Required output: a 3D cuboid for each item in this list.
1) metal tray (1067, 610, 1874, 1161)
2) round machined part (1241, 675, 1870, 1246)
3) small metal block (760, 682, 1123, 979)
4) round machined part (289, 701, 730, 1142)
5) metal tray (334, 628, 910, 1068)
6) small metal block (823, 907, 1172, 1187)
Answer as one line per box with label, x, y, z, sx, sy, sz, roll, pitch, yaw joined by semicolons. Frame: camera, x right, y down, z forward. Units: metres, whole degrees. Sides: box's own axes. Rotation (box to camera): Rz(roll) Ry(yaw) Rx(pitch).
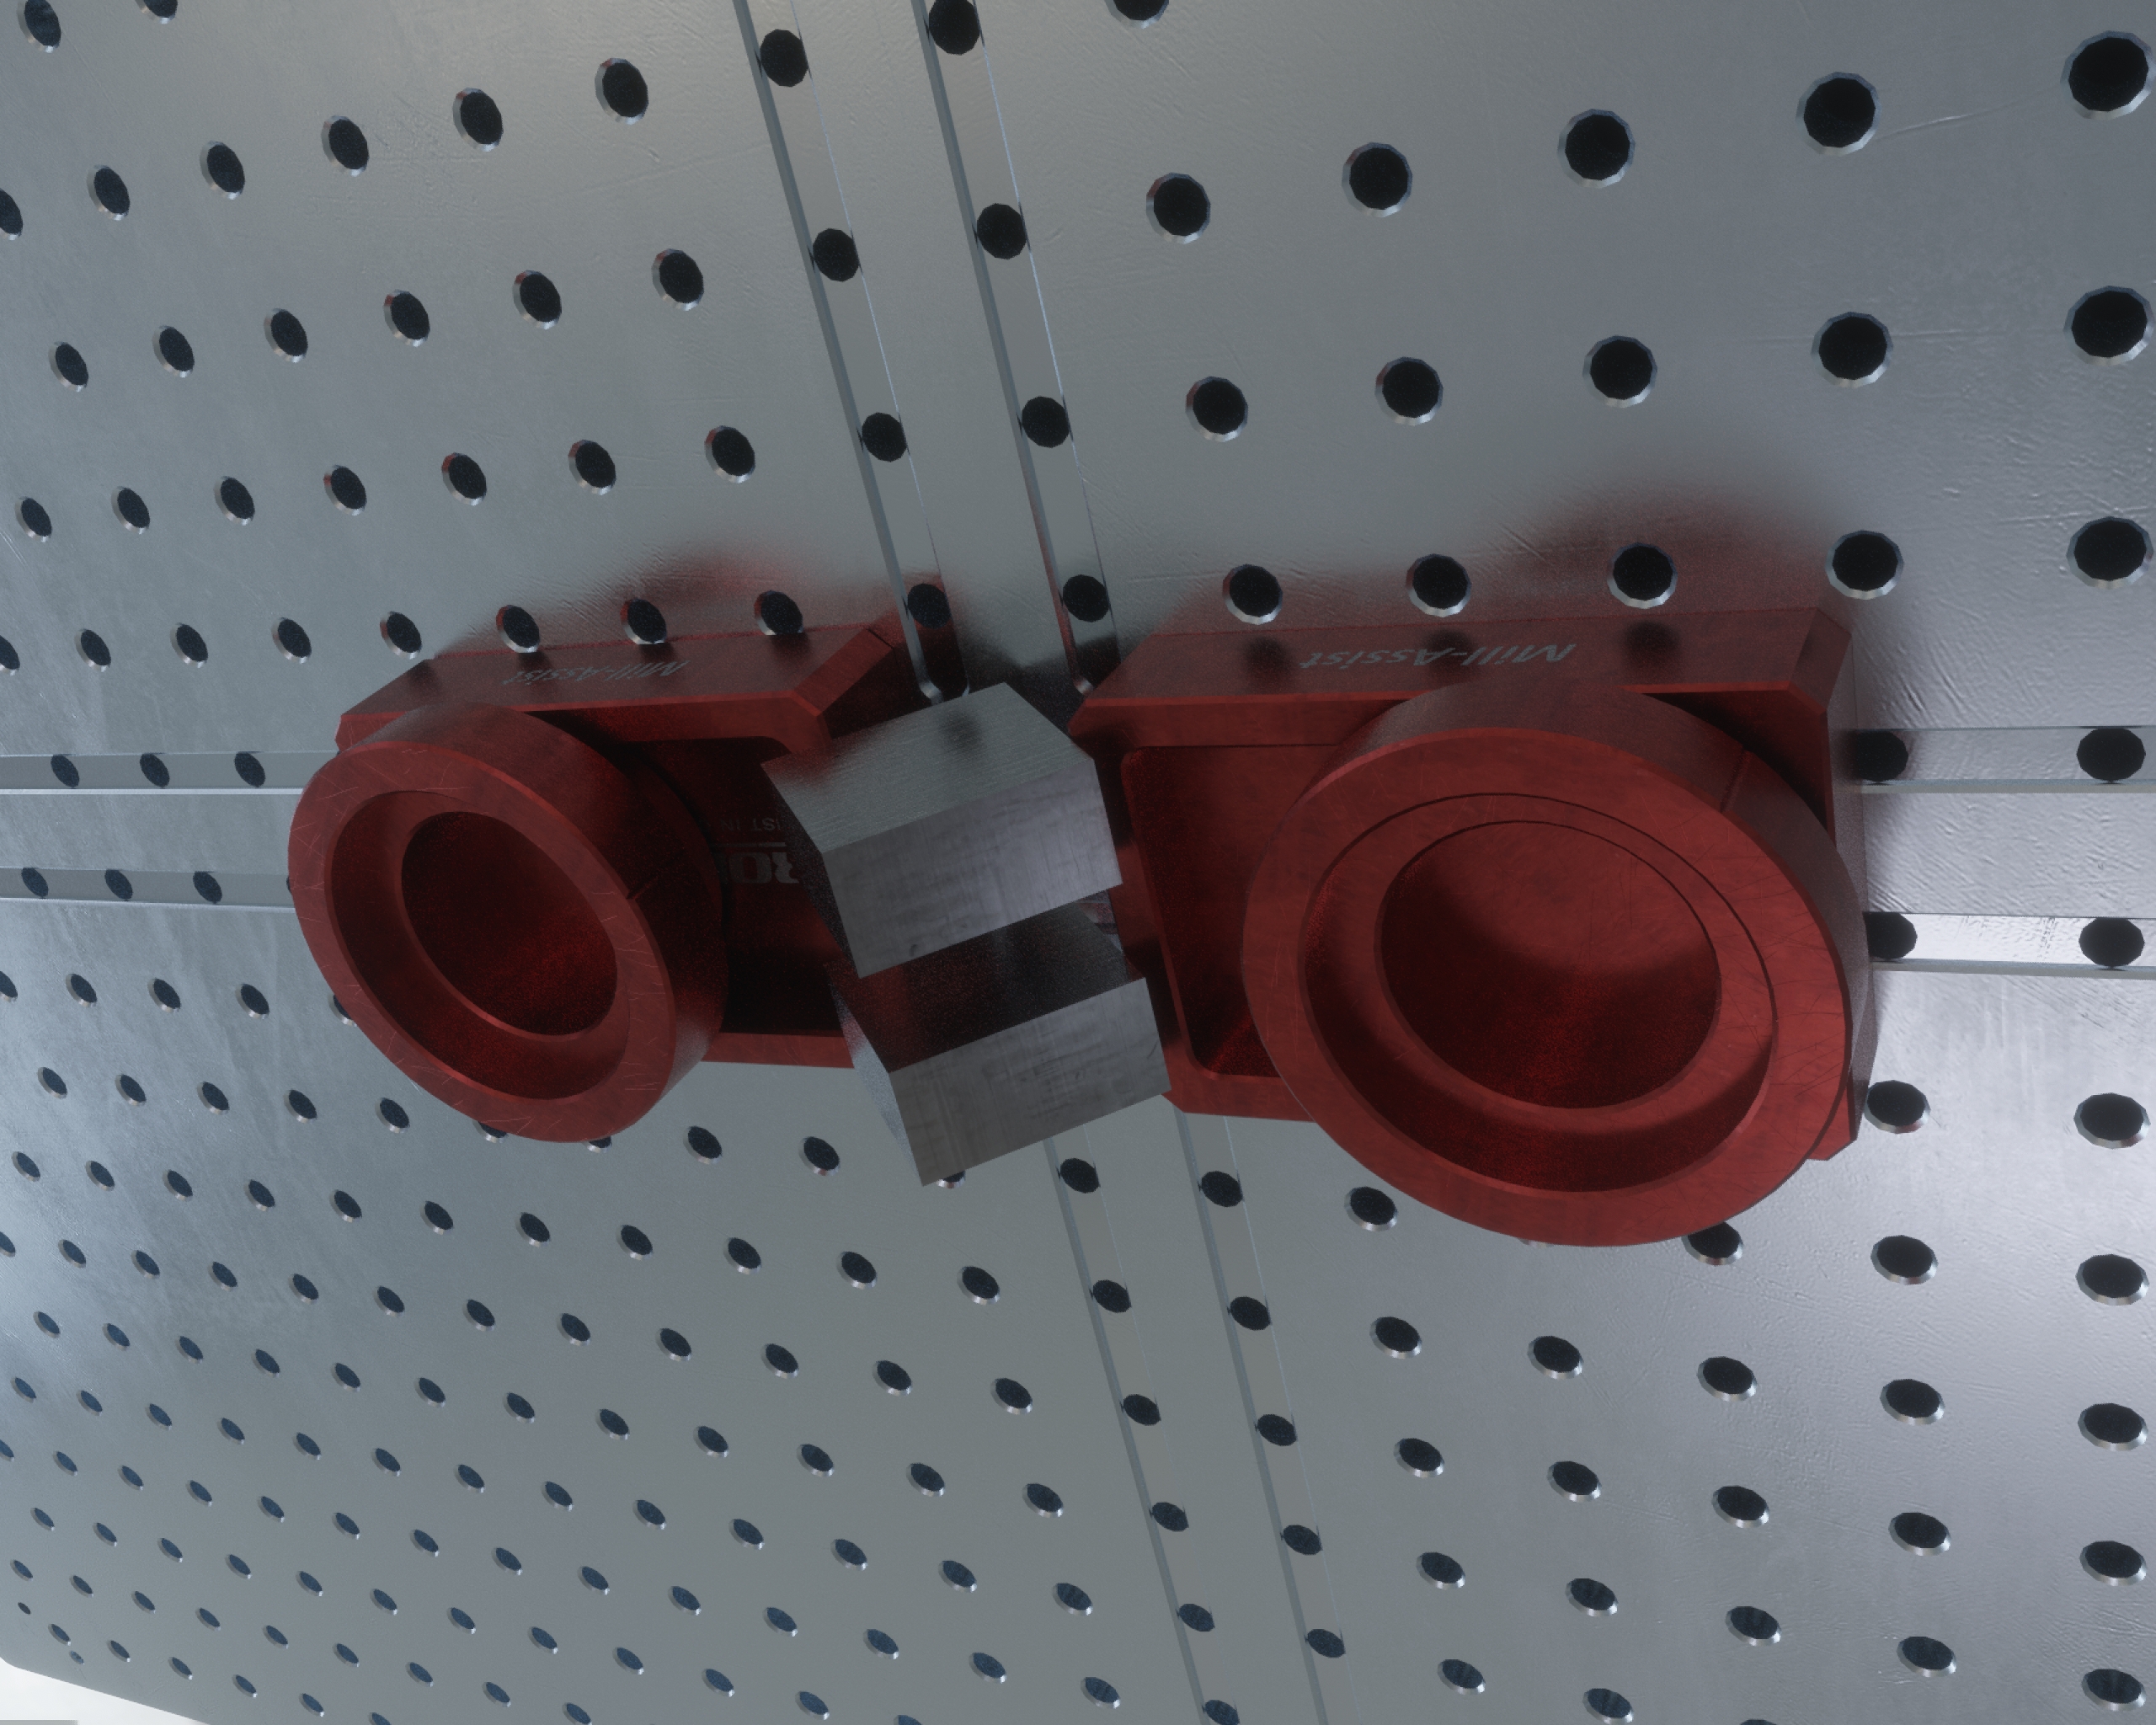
metal tray;0.070;0.004;0.374;0.130;0.030;0.089;1;119;27
round machined part;0.081;0.013;0.349;0.098;0.042;0.097;13;124;21
small metal block;-0.026;-0.008;0.386;0.050;0.050;0.025;-135;28;-61
round machined part;-0.117;0.009;0.451;0.098;0.042;0.097;13;124;21
metal tray;-0.090;-0.001;0.456;0.130;0.030;0.089;-1;120;28
small metal block;-0.017;0.032;0.404;0.050;0.050;0.025;-135;28;-61
